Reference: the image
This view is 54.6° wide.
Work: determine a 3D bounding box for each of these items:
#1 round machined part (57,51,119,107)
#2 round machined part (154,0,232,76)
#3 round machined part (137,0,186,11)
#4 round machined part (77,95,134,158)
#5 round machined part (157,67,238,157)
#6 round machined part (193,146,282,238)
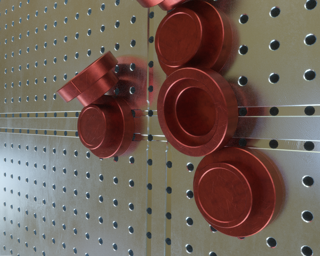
[{"bbox_3d":[-0.100,-0.068,0.458,0.098,0.098,0.042,-24,112,37],"label":"round machined part"},{"bbox_3d":[0.032,-0.104,0.373,0.098,0.042,0.097,0,90,40],"label":"round machined part"},{"bbox_3d":[0.014,-0.180,0.369,0.098,0.042,0.098,-29,40,29],"label":"round machined part"},{"bbox_3d":[-0.089,-0.002,0.473,0.098,0.042,0.097,0,90,40],"label":"round machined part"},{"bbox_3d":[0.046,-0.020,0.351,0.098,0.042,0.097,13,109,42],"label":"round machined part"},{"bbox_3d":[0.076,0.069,0.336,0.098,0.042,0.097,0,90,40],"label":"round machined part"}]
